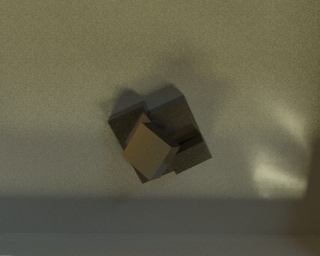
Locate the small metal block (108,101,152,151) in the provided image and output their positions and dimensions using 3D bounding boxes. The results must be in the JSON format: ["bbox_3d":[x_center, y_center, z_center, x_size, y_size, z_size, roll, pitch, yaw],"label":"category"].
[{"bbox_3d":[-0.033,-0.001,0.409,0.050,0.025,0.050,-24,109,8],"label":"small metal block"}]

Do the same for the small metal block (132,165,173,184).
[{"bbox_3d":[-0.012,0.041,0.425,0.050,0.025,0.050,-24,109,8],"label":"small metal block"}]

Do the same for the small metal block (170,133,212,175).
[{"bbox_3d":[0.036,0.029,0.407,0.050,0.050,0.025,-27,108,8],"label":"small metal block"}]

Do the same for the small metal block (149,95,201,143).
[{"bbox_3d":[0.020,-0.008,0.407,0.050,0.025,0.050,-24,109,8],"label":"small metal block"}]

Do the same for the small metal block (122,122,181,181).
[{"bbox_3d":[-0.011,0.028,0.380,0.050,0.025,0.050,39,108,22],"label":"small metal block"}]
